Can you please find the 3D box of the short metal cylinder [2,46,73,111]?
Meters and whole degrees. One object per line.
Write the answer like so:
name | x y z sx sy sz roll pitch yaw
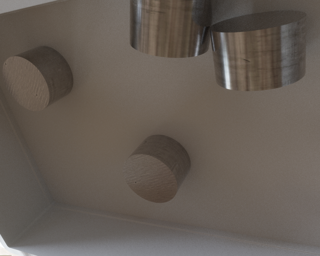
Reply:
short metal cylinder | -0.172 -0.070 0.440 0.080 0.050 0.079 13 124 21

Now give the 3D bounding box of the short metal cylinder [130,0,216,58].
short metal cylinder | 0.011 -0.107 0.301 0.080 0.080 0.050 17 125 18

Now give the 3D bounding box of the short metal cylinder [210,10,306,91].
short metal cylinder | 0.089 -0.072 0.282 0.080 0.080 0.050 2 120 27

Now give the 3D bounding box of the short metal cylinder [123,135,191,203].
short metal cylinder | -0.004 0.056 0.429 0.080 0.050 0.079 13 124 21
